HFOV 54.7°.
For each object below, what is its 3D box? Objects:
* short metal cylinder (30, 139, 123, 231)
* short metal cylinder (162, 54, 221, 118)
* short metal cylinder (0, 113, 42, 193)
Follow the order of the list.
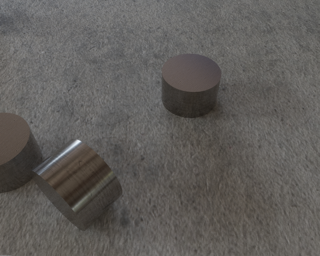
[{"bbox_3d":[-0.085,0.058,0.318,0.080,0.080,0.050,33,57,24],"label":"short metal cylinder"},{"bbox_3d":[0.043,-0.061,0.438,0.081,0.050,0.080,0,50,0],"label":"short metal cylinder"},{"bbox_3d":[-0.186,0.028,0.361,0.081,0.050,0.080,0,50,0],"label":"short metal cylinder"}]
